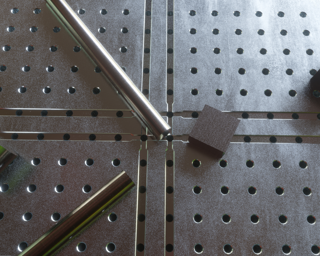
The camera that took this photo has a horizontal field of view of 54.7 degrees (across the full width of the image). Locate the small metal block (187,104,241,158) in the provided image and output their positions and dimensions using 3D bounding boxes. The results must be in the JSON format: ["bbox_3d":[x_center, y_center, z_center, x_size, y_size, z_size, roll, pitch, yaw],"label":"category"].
[{"bbox_3d":[0.071,0.004,0.411,0.050,0.025,0.050,26,72,9],"label":"small metal block"}]

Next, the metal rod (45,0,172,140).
[{"bbox_3d":[-0.085,-0.103,0.448,0.025,0.025,0.300,-36,74,-12],"label":"metal rod"}]

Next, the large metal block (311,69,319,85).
[{"bbox_3d":[0.277,-0.082,0.430,0.080,0.050,0.080,41,75,13],"label":"large metal block"}]

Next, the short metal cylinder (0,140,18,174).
[{"bbox_3d":[-0.222,0.027,0.371,0.080,0.080,0.050,36,74,12],"label":"short metal cylinder"}]

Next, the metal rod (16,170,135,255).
[{"bbox_3d":[-0.153,0.153,0.354,0.301,0.025,0.025,-38,75,-13],"label":"metal rod"}]
